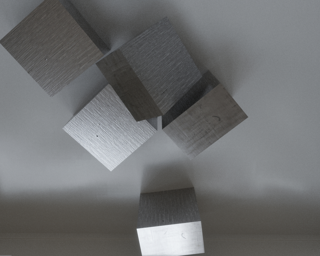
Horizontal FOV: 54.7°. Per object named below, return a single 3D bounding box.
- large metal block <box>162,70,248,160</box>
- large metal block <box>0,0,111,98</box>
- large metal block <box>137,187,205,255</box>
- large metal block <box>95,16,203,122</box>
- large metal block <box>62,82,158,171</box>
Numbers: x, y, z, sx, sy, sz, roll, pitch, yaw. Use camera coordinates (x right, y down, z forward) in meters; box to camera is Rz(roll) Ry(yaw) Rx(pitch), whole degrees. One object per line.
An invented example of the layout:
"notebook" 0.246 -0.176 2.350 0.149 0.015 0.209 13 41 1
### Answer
"large metal block" 0.049 -0.019 0.376 0.080 0.080 0.050 -39 106 13
"large metal block" -0.118 -0.095 0.361 0.080 0.050 0.080 -36 107 12
"large metal block" 0.014 0.129 0.430 0.080 0.080 0.050 -7 110 2
"large metal block" -0.010 -0.065 0.351 0.050 0.080 0.080 -12 118 51
"large metal block" -0.060 -0.007 0.395 0.080 0.050 0.080 -41 106 13
